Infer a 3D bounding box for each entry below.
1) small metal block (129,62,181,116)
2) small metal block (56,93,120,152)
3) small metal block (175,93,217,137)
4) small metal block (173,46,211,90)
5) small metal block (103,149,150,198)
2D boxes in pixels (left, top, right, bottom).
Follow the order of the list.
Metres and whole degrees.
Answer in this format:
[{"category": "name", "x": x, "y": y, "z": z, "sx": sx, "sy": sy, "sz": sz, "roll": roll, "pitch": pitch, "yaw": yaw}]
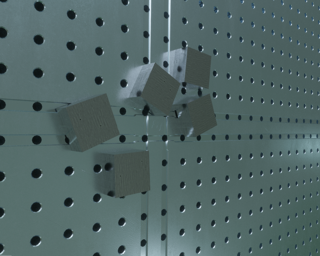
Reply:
[{"category": "small metal block", "x": -0.006, "y": -0.049, "z": 0.406, "sx": 0.050, "sy": 0.025, "sz": 0.050, "roll": 34, "pitch": 69, "yaw": -35}, {"category": "small metal block", "x": -0.079, "y": -0.007, "z": 0.344, "sx": 0.050, "sy": 0.025, "sz": 0.050, "roll": -27, "pitch": 107, "yaw": -37}, {"category": "small metal block", "x": 0.054, "y": -0.019, "z": 0.457, "sx": 0.050, "sy": 0.025, "sz": 0.050, "roll": -26, "pitch": 106, "yaw": -37}, {"category": "small metal block", "x": 0.047, "y": -0.085, "z": 0.451, "sx": 0.050, "sy": 0.025, "sz": 0.050, "roll": 9, "pitch": 84, "yaw": -40}, {"category": "small metal block", "x": -0.040, "y": 0.054, "z": 0.377, "sx": 0.050, "sy": 0.025, "sz": 0.050, "roll": -3, "pitch": 92, "yaw": -40}]
